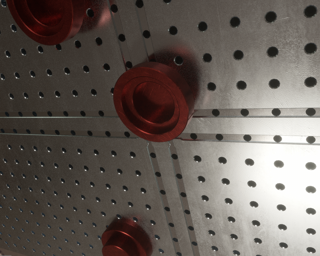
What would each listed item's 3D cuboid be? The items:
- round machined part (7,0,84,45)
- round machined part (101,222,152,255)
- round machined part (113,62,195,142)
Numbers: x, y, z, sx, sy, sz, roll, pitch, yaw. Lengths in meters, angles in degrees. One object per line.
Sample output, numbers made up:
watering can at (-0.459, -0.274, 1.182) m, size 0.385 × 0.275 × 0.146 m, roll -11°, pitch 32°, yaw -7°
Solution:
round machined part at (-0.132, -0.153, 0.373) m, size 0.098 × 0.042 × 0.097 m, roll 13°, pitch 124°, yaw 20°
round machined part at (-0.067, 0.226, 0.573) m, size 0.098 × 0.042 × 0.097 m, roll 13°, pitch 124°, yaw 20°
round machined part at (-0.004, -0.035, 0.380) m, size 0.098 × 0.042 × 0.097 m, roll 13°, pitch 124°, yaw 20°
